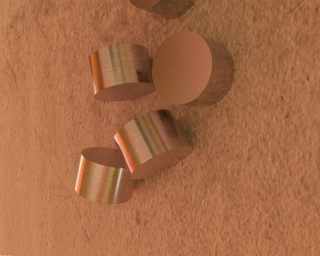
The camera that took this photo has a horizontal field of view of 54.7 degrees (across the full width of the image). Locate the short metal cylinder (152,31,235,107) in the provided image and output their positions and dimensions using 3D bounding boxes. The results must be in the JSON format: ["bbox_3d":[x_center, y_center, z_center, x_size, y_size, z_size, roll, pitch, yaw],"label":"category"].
[{"bbox_3d":[0.038,-0.065,0.356,0.080,0.050,0.079,0,90,39],"label":"short metal cylinder"}]

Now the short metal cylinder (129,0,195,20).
[{"bbox_3d":[0.003,-0.182,0.384,0.080,0.050,0.079,0,90,39],"label":"short metal cylinder"}]

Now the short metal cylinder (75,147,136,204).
[{"bbox_3d":[-0.072,0.063,0.426,0.080,0.081,0.050,22,104,37],"label":"short metal cylinder"}]

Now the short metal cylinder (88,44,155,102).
[{"bbox_3d":[-0.050,-0.070,0.408,0.080,0.081,0.050,-18,79,38],"label":"short metal cylinder"}]

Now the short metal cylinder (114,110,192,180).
[{"bbox_3d":[-0.009,0.021,0.374,0.080,0.081,0.050,-41,66,32],"label":"short metal cylinder"}]
